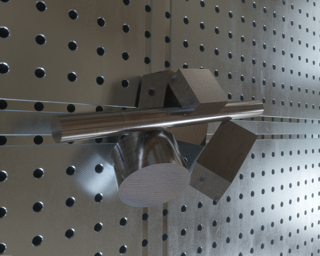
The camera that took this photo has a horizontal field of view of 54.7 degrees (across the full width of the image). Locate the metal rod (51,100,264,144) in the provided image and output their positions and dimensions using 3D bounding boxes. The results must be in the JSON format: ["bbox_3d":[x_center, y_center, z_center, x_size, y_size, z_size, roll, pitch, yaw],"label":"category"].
[{"bbox_3d":[0.027,-0.014,0.362,0.302,0.025,0.025,-7,95,-39],"label":"metal rod"}]

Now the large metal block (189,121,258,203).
[{"bbox_3d":[0.085,0.046,0.432,0.080,0.050,0.080,-52,165,-27],"label":"large metal block"}]

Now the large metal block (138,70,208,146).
[{"bbox_3d":[0.019,-0.022,0.404,0.081,0.050,0.080,14,81,-39],"label":"large metal block"}]

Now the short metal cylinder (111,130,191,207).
[{"bbox_3d":[-0.011,0.046,0.352,0.080,0.080,0.050,25,32,-38],"label":"short metal cylinder"}]

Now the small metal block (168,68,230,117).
[{"bbox_3d":[0.045,-0.042,0.362,0.050,0.025,0.050,-8,60,-40],"label":"small metal block"}]
